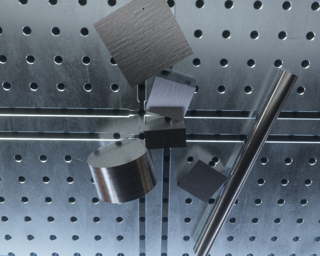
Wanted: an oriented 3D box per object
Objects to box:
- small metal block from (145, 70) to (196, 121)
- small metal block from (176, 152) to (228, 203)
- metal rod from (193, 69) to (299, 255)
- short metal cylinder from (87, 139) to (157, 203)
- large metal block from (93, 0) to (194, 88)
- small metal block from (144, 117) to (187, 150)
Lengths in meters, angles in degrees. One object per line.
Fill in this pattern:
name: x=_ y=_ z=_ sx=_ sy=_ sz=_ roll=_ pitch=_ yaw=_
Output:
small metal block: x=0.013 y=-0.042 z=0.392 sx=0.050 sy=0.025 sz=0.050 roll=16 pitch=123 yaw=-7
small metal block: x=0.059 y=0.070 z=0.440 sx=0.050 sy=0.025 sz=0.050 roll=33 pitch=106 yaw=-12
metal rod: x=0.113 y=0.062 z=0.437 sx=0.025 sy=0.025 sz=0.298 roll=18 pitch=109 yaw=-7
short metal cylinder: x=-0.048 y=0.053 z=0.403 sx=0.080 sy=0.080 sz=0.050 roll=-11 pitch=110 yaw=3
large metal block: x=-0.018 y=-0.105 z=0.361 sx=0.080 sy=0.050 sz=0.080 roll=-28 pitch=108 yaw=9
small metal block: x=0.007 y=0.005 z=0.402 sx=0.050 sy=0.050 sz=0.025 roll=-4 pitch=110 yaw=1
